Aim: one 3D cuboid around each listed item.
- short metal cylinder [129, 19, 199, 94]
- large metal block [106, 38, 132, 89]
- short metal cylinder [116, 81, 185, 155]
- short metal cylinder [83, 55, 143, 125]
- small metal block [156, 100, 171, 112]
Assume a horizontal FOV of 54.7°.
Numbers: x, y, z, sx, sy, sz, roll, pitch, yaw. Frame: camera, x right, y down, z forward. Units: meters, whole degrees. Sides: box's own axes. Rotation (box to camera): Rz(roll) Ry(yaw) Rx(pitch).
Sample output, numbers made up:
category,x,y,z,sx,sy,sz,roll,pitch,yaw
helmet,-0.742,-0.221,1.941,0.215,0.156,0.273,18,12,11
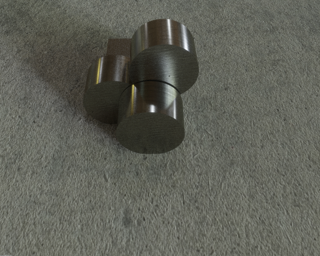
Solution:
category,x,y,z,sx,sy,sz,roll,pitch,yaw
short metal cylinder,0.004,-0.082,0.374,0.081,0.080,0.050,-2,50,-2
large metal block,-0.037,-0.090,0.465,0.081,0.050,0.080,-1,50,-1
short metal cylinder,-0.011,-0.011,0.379,0.081,0.080,0.050,0,50,0
short metal cylinder,-0.058,-0.049,0.411,0.081,0.080,0.050,-2,50,-2
small metal block,0.008,-0.039,0.424,0.025,0.050,0.050,1,50,1
